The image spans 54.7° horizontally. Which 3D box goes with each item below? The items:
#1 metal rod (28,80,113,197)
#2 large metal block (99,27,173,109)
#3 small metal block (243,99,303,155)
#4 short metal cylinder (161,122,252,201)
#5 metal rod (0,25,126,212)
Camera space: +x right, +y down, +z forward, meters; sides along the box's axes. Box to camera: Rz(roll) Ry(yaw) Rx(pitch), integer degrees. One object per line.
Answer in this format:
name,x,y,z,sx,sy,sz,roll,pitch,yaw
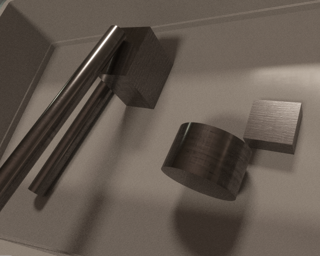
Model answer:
metal rod,-0.103,-0.033,0.477,0.025,0.025,0.300,20,72,35
large metal block,-0.032,-0.083,0.437,0.050,0.080,0.080,10,67,32
small metal block,0.125,-0.002,0.341,0.050,0.025,0.050,8,66,31
short metal cylinder,0.048,0.036,0.322,0.080,0.080,0.050,13,69,33
metal rod,-0.120,-0.007,0.342,0.025,0.025,0.300,11,59,32
